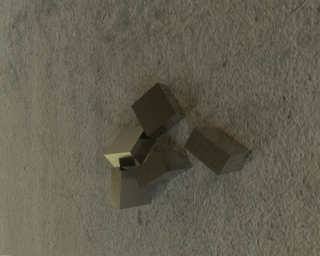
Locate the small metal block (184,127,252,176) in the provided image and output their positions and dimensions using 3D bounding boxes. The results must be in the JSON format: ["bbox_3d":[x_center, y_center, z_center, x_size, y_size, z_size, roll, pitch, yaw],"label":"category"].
[{"bbox_3d":[0.063,0.023,0.337,0.050,0.050,0.025,40,115,32],"label":"small metal block"}]

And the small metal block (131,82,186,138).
[{"bbox_3d":[-0.003,-0.022,0.403,0.050,0.025,0.050,-39,66,23],"label":"small metal block"}]

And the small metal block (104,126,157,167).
[{"bbox_3d":[-0.039,0.025,0.419,0.050,0.050,0.025,-9,127,40],"label":"small metal block"}]

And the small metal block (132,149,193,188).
[{"bbox_3d":[0.003,0.051,0.386,0.050,0.050,0.025,-36,68,34],"label":"small metal block"}]

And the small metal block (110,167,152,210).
[{"bbox_3d":[-0.038,0.078,0.417,0.025,0.050,0.050,7,96,52],"label":"small metal block"}]
